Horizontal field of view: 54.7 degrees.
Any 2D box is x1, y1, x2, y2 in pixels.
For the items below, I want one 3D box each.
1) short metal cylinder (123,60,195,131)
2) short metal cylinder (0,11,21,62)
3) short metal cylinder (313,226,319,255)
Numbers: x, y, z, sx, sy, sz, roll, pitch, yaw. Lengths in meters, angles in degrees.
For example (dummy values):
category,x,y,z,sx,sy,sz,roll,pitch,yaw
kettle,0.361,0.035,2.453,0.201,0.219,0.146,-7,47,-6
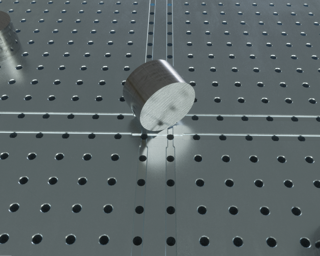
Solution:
category,x,y,z,sx,sy,sz,roll,pitch,yaw
short metal cylinder,-0.002,-0.042,0.407,0.081,0.080,0.050,-23,54,-18
short metal cylinder,-0.284,-0.154,0.519,0.081,0.050,0.080,0,50,0
short metal cylinder,0.198,0.114,0.297,0.081,0.050,0.080,0,50,0
